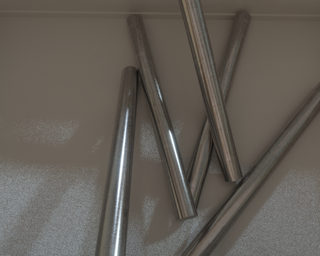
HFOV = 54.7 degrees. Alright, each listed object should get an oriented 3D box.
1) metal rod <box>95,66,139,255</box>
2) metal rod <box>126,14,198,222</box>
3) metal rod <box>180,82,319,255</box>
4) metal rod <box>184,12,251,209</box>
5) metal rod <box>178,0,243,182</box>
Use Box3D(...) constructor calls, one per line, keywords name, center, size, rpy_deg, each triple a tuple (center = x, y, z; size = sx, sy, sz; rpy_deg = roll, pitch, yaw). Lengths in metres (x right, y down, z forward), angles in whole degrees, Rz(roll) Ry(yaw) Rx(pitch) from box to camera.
Box3D(name="metal rod", center=(-0.041, 0.028, 0.333), size=(0.025, 0.025, 0.300), rpy_deg=(0, 45, 0))
Box3D(name="metal rod", center=(-0.004, -0.031, 0.406), size=(0.025, 0.025, 0.299), rpy_deg=(-13, 65, -5))
Box3D(name="metal rod", center=(0.132, 0.050, 0.392), size=(0.025, 0.025, 0.301), rpy_deg=(40, 74, 13))
Box3D(name="metal rod", center=(0.079, -0.035, 0.422), size=(0.025, 0.025, 0.300), rpy_deg=(17, 71, 6))
Box3D(name="metal rod", center=(0.054, -0.080, 0.375), size=(0.025, 0.025, 0.298), rpy_deg=(-15, 95, -5))
